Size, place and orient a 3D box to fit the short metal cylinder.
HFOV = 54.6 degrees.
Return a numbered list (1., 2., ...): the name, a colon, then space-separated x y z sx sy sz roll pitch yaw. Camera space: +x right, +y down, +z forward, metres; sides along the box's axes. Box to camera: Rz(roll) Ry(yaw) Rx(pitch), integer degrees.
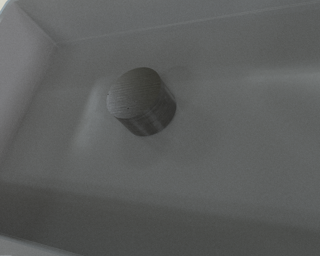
1. short metal cylinder: -0.025 -0.035 0.423 0.080 0.050 0.080 -13 56 21
